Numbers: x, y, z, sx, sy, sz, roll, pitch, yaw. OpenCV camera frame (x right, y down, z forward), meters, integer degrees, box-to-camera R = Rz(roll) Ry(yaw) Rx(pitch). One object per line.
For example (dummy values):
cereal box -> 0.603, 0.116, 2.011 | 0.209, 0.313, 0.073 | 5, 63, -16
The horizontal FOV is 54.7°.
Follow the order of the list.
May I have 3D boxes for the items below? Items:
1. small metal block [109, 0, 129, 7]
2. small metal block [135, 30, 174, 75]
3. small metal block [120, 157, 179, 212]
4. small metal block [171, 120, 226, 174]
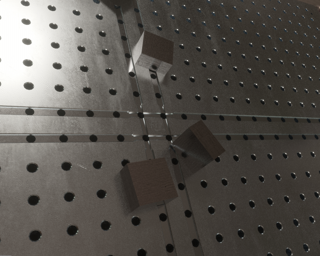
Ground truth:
small metal block -> -0.072, -0.235, 0.515 | 0.050, 0.025, 0.050 | 40, 51, -2
small metal block -> -0.008, -0.116, 0.476 | 0.050, 0.025, 0.050 | 17, 55, -19
small metal block -> -0.013, 0.065, 0.363 | 0.050, 0.025, 0.050 | -6, 65, -31
small metal block -> 0.049, 0.025, 0.405 | 0.025, 0.050, 0.050 | -30, 79, -38
